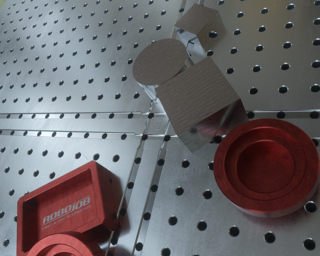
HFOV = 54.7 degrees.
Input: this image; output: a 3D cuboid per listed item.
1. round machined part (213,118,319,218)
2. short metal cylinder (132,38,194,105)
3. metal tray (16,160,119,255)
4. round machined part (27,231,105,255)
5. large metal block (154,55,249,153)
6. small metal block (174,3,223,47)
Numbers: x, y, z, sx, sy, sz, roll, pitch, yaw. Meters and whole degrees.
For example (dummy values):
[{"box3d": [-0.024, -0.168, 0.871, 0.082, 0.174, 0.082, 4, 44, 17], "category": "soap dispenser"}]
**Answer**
[{"box3d": [0.108, 0.042, 0.315, 0.098, 0.042, 0.098, -13, 56, 21], "category": "round machined part"}, {"box3d": [0.009, -0.078, 0.436, 0.080, 0.050, 0.080, -13, 56, 21], "category": "short metal cylinder"}, {"box3d": [-0.124, 0.110, 0.402, 0.130, 0.030, 0.090, -27, 52, 11], "category": "metal tray"}, {"box3d": [-0.098, 0.163, 0.337, 0.098, 0.042, 0.098, -4, 77, 17], "category": "round machined part"}, {"box3d": [0.050, -0.029, 0.384, 0.080, 0.050, 0.080, -30, 52, 8], "category": "large metal block"}, {"box3d": [0.059, -0.159, 0.475, 0.050, 0.025, 0.050, -48, 51, -6], "category": "small metal block"}]
